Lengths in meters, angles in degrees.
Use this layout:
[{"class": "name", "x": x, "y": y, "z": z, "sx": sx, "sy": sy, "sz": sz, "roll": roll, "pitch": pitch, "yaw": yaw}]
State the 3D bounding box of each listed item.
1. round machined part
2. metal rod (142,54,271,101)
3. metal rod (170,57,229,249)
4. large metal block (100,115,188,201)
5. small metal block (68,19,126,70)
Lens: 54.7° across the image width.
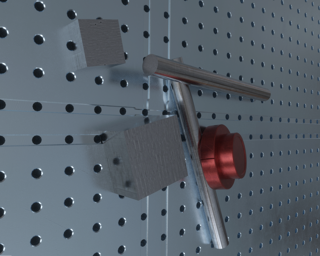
[{"class": "round machined part", "x": 0.100, "y": 0.042, "z": 0.464, "sx": 0.098, "sy": 0.042, "sz": 0.098, "roll": 22, "pitch": 65, "yaw": -57}, {"class": "metal rod", "x": 0.091, "y": -0.067, "z": 0.465, "sx": 0.302, "sy": 0.025, "sz": 0.025, "roll": 3, "pitch": 88, "yaw": -47}, {"class": "metal rod", "x": 0.058, "y": 0.045, "z": 0.460, "sx": 0.025, "sy": 0.025, "sz": 0.298, "roll": -26, "pitch": 107, "yaw": -37}, {"class": "large metal block", "x": -0.018, "y": 0.032, "z": 0.380, "sx": 0.081, "sy": 0.050, "sz": 0.079, "roll": -19, "pitch": 102, "yaw": -39}, {"class": "small metal block", "x": -0.071, "y": -0.095, "z": 0.351, "sx": 0.050, "sy": 0.025, "sz": 0.050, "roll": -16, "pitch": 100, "yaw": -39}]
